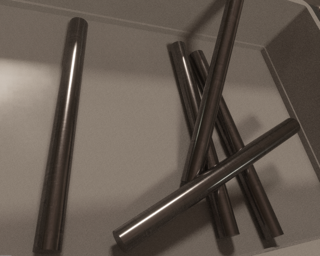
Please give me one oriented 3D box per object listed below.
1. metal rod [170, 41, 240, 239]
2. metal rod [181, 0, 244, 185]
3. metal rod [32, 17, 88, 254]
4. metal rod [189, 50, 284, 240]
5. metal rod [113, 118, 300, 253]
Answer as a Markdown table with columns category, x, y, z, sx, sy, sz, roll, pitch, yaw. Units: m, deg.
| category | x | y | z | sx | sy | sz | roll | pitch | yaw |
| --- | --- | --- | --- | --- | --- | --- | --- | --- | --- |
| metal rod | 0.056 | -0.001 | 0.438 | 0.025 | 0.025 | 0.299 | 3 | 60 | -27 |
| metal rod | 0.078 | -0.070 | 0.425 | 0.025 | 0.025 | 0.299 | 20 | 75 | -17 |
| metal rod | -0.108 | -0.016 | 0.357 | 0.025 | 0.025 | 0.299 | 12 | 57 | -22 |
| metal rod | 0.104 | 0.010 | 0.457 | 0.025 | 0.025 | 0.299 | -5 | 64 | -31 |
| metal rod | 0.078 | 0.055 | 0.382 | 0.302 | 0.025 | 0.025 | -26 | 76 | -30 |
